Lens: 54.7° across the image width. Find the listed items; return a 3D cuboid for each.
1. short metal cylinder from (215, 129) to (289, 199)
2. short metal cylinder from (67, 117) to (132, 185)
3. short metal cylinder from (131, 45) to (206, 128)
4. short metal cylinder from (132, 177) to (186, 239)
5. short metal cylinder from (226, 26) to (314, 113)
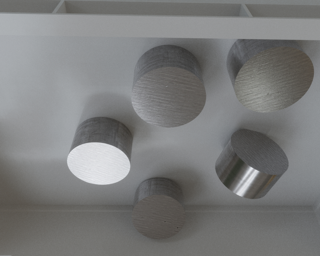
[{"bbox_3d":[0.122,0.047,0.415,0.081,0.080,0.050,13,129,-11],"label":"short metal cylinder"},{"bbox_3d":[-0.079,0.032,0.418,0.081,0.050,0.079,0,130,0],"label":"short metal cylinder"},{"bbox_3d":[0.009,-0.047,0.353,0.081,0.050,0.079,0,130,0],"label":"short metal cylinder"},{"bbox_3d":[-0.002,0.124,0.483,0.081,0.050,0.079,0,111,0],"label":"short metal cylinder"},{"bbox_3d":[0.118,-0.064,0.340,0.081,0.050,0.079,0,130,0],"label":"short metal cylinder"}]
